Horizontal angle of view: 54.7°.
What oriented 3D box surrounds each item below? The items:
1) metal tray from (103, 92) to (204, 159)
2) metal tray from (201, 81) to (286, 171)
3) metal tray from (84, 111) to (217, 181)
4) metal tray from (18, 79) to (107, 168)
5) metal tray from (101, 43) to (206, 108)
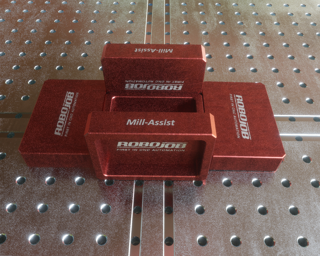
[{"bbox_3d":[-0.009,-0.005,0.406,0.131,0.030,0.090,1,50,0],"label":"metal tray"},{"bbox_3d":[0.102,-0.007,0.409,0.091,0.030,0.130,2,50,-1],"label":"metal tray"},{"bbox_3d":[-0.010,0.023,0.344,0.131,0.089,0.030,1,50,0],"label":"metal tray"},{"bbox_3d":[-0.120,-0.010,0.411,0.091,0.030,0.130,1,50,0],"label":"metal tray"},{"bbox_3d":[-0.008,-0.069,0.423,0.131,0.089,0.030,1,50,0],"label":"metal tray"}]
